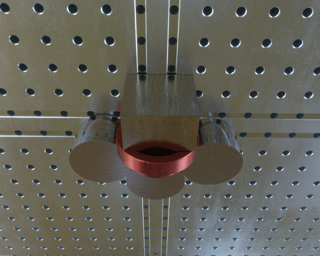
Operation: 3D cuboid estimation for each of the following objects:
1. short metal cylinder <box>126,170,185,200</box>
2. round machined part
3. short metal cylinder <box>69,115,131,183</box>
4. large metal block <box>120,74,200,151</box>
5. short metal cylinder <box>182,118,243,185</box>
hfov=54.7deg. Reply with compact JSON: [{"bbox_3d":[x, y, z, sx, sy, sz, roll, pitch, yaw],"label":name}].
[{"bbox_3d":[-0.006,0.058,0.445,0.081,0.050,0.079,0,130,0],"label":"short metal cylinder"},{"bbox_3d":[-0.003,0.023,0.381,0.099,0.098,0.042,1,130,-2],"label":"round machined part"},{"bbox_3d":[-0.077,0.029,0.420,0.081,0.050,0.079,0,130,0],"label":"short metal cylinder"},{"bbox_3d":[0.000,-0.020,0.358,0.081,0.080,0.050,1,130,-1],"label":"large metal block"},{"bbox_3d":[0.068,0.033,0.424,0.081,0.050,0.079,0,130,0],"label":"short metal cylinder"}]
